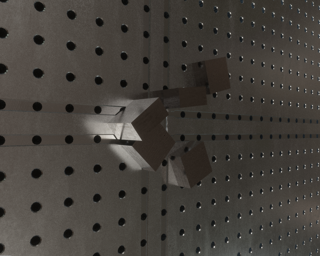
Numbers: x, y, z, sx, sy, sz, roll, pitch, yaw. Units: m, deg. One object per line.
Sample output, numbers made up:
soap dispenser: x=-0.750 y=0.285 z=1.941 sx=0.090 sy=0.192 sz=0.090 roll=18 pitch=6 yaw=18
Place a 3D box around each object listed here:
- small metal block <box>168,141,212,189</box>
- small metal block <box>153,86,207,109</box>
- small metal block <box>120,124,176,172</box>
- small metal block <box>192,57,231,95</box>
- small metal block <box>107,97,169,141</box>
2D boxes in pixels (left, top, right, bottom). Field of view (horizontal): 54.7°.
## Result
small metal block: x=0.045 y=0.052 z=0.449 sx=0.050 sy=0.025 sz=0.050 roll=-30 pitch=109 yaw=-36
small metal block: x=0.027 y=-0.041 z=0.418 sx=0.050 sy=0.050 sz=0.025 roll=-9 pitch=96 yaw=-40
small metal block: x=-0.014 y=0.020 z=0.399 sx=0.050 sy=0.025 sz=0.050 roll=51 pitch=60 yaw=-28
small metal block: x=0.080 y=-0.080 z=0.479 sx=0.050 sy=0.025 sz=0.050 roll=-19 pitch=102 yaw=-39
small metal block: x=-0.027 y=-0.011 z=0.372 sx=0.050 sy=0.050 sz=0.025 roll=-45 pitch=118 yaw=-31
